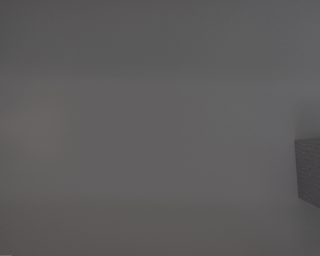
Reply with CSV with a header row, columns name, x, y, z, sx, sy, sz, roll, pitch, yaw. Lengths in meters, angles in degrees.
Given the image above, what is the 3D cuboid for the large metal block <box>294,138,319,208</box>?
name,x,y,z,sx,sy,sz,roll,pitch,yaw
large metal block,0.212,0.054,0.385,0.050,0.080,0.080,-4,90,0
